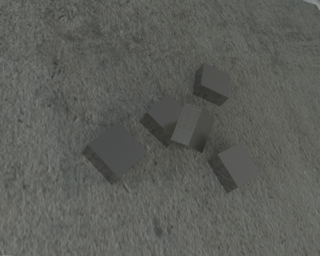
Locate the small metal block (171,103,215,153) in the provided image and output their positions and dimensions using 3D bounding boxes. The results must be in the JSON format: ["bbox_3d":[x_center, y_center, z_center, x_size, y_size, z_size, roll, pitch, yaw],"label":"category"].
[{"bbox_3d":[0.044,0.001,0.399,0.050,0.025,0.050,30,79,-59],"label":"small metal block"}]

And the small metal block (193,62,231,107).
[{"bbox_3d":[0.083,-0.069,0.493,0.050,0.025,0.050,23,53,-15],"label":"small metal block"}]

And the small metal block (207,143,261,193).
[{"bbox_3d":[0.102,0.054,0.428,0.050,0.025,0.050,-20,73,-36],"label":"small metal block"}]

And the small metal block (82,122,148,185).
[{"bbox_3d":[-0.052,0.029,0.359,0.050,0.025,0.050,46,51,4],"label":"small metal block"}]

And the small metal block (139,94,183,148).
[{"bbox_3d":[0.010,-0.010,0.417,0.050,0.025,0.050,44,51,2],"label":"small metal block"}]
